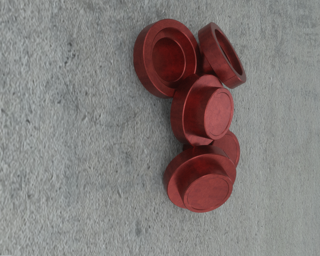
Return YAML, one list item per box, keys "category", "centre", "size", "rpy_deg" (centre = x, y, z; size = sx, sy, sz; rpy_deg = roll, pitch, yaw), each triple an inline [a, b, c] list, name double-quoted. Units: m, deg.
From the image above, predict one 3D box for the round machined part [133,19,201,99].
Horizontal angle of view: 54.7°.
- category: "round machined part"
  centre: [0.005, -0.086, 0.401]
  size: [0.099, 0.042, 0.097]
  rpy_deg: [0, 90, -40]

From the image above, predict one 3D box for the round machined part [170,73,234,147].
- category: "round machined part"
  centre: [0.061, -0.021, 0.406]
  size: [0.099, 0.042, 0.097]
  rpy_deg: [-17, 113, -45]

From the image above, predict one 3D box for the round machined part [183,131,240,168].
- category: "round machined part"
  centre: [0.084, 0.037, 0.468]
  size: [0.099, 0.042, 0.097]
  rpy_deg: [0, 90, -40]

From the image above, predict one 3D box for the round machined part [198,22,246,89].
- category: "round machined part"
  centre: [0.082, -0.099, 0.448]
  size: [0.098, 0.042, 0.098]
  rpy_deg: [40, 35, -35]

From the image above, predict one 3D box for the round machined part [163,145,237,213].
- category: "round machined part"
  centre: [0.057, 0.074, 0.412]
  size: [0.099, 0.042, 0.097]
  rpy_deg: [-8, 124, -12]
